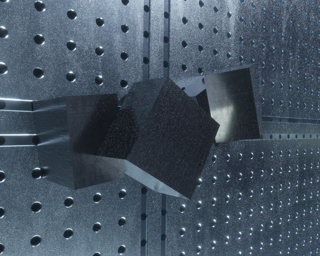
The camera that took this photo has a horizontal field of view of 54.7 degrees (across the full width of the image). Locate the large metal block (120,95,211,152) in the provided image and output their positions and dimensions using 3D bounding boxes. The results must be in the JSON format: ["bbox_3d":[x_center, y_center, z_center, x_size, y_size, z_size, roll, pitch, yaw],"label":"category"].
[{"bbox_3d":[0.004,-0.005,0.378,0.080,0.080,0.050,24,75,-38],"label":"large metal block"}]

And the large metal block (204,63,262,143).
[{"bbox_3d":[0.094,-0.034,0.385,0.080,0.050,0.079,-37,117,-66],"label":"large metal block"}]

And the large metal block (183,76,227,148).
[{"bbox_3d":[0.072,-0.027,0.455,0.080,0.050,0.080,-37,113,-34],"label":"large metal block"}]

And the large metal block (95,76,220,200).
[{"bbox_3d":[0.001,0.011,0.290,0.080,0.050,0.080,38,67,-33],"label":"large metal block"}]

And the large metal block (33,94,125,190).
[{"bbox_3d":[-0.082,0.010,0.305,0.050,0.080,0.079,-8,96,-40],"label":"large metal block"}]
